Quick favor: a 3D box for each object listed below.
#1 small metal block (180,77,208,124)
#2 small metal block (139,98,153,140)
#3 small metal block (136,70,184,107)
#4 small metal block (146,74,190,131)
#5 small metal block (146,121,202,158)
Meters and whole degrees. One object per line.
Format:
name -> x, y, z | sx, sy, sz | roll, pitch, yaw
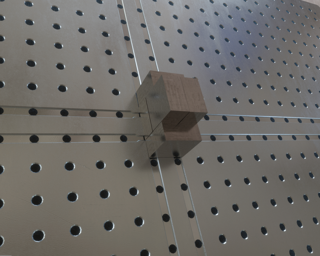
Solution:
small metal block -> 0.031, -0.029, 0.394 | 0.025, 0.050, 0.050 | 1, 61, -26
small metal block -> 0.003, -0.012, 0.416 | 0.050, 0.025, 0.050 | 1, 61, -26
small metal block -> 0.002, -0.051, 0.422 | 0.050, 0.050, 0.025 | 2, 61, -27
small metal block -> 0.008, -0.030, 0.381 | 0.025, 0.050, 0.050 | 2, 61, -28
small metal block -> 0.016, 0.015, 0.390 | 0.050, 0.050, 0.025 | 1, 61, -27
